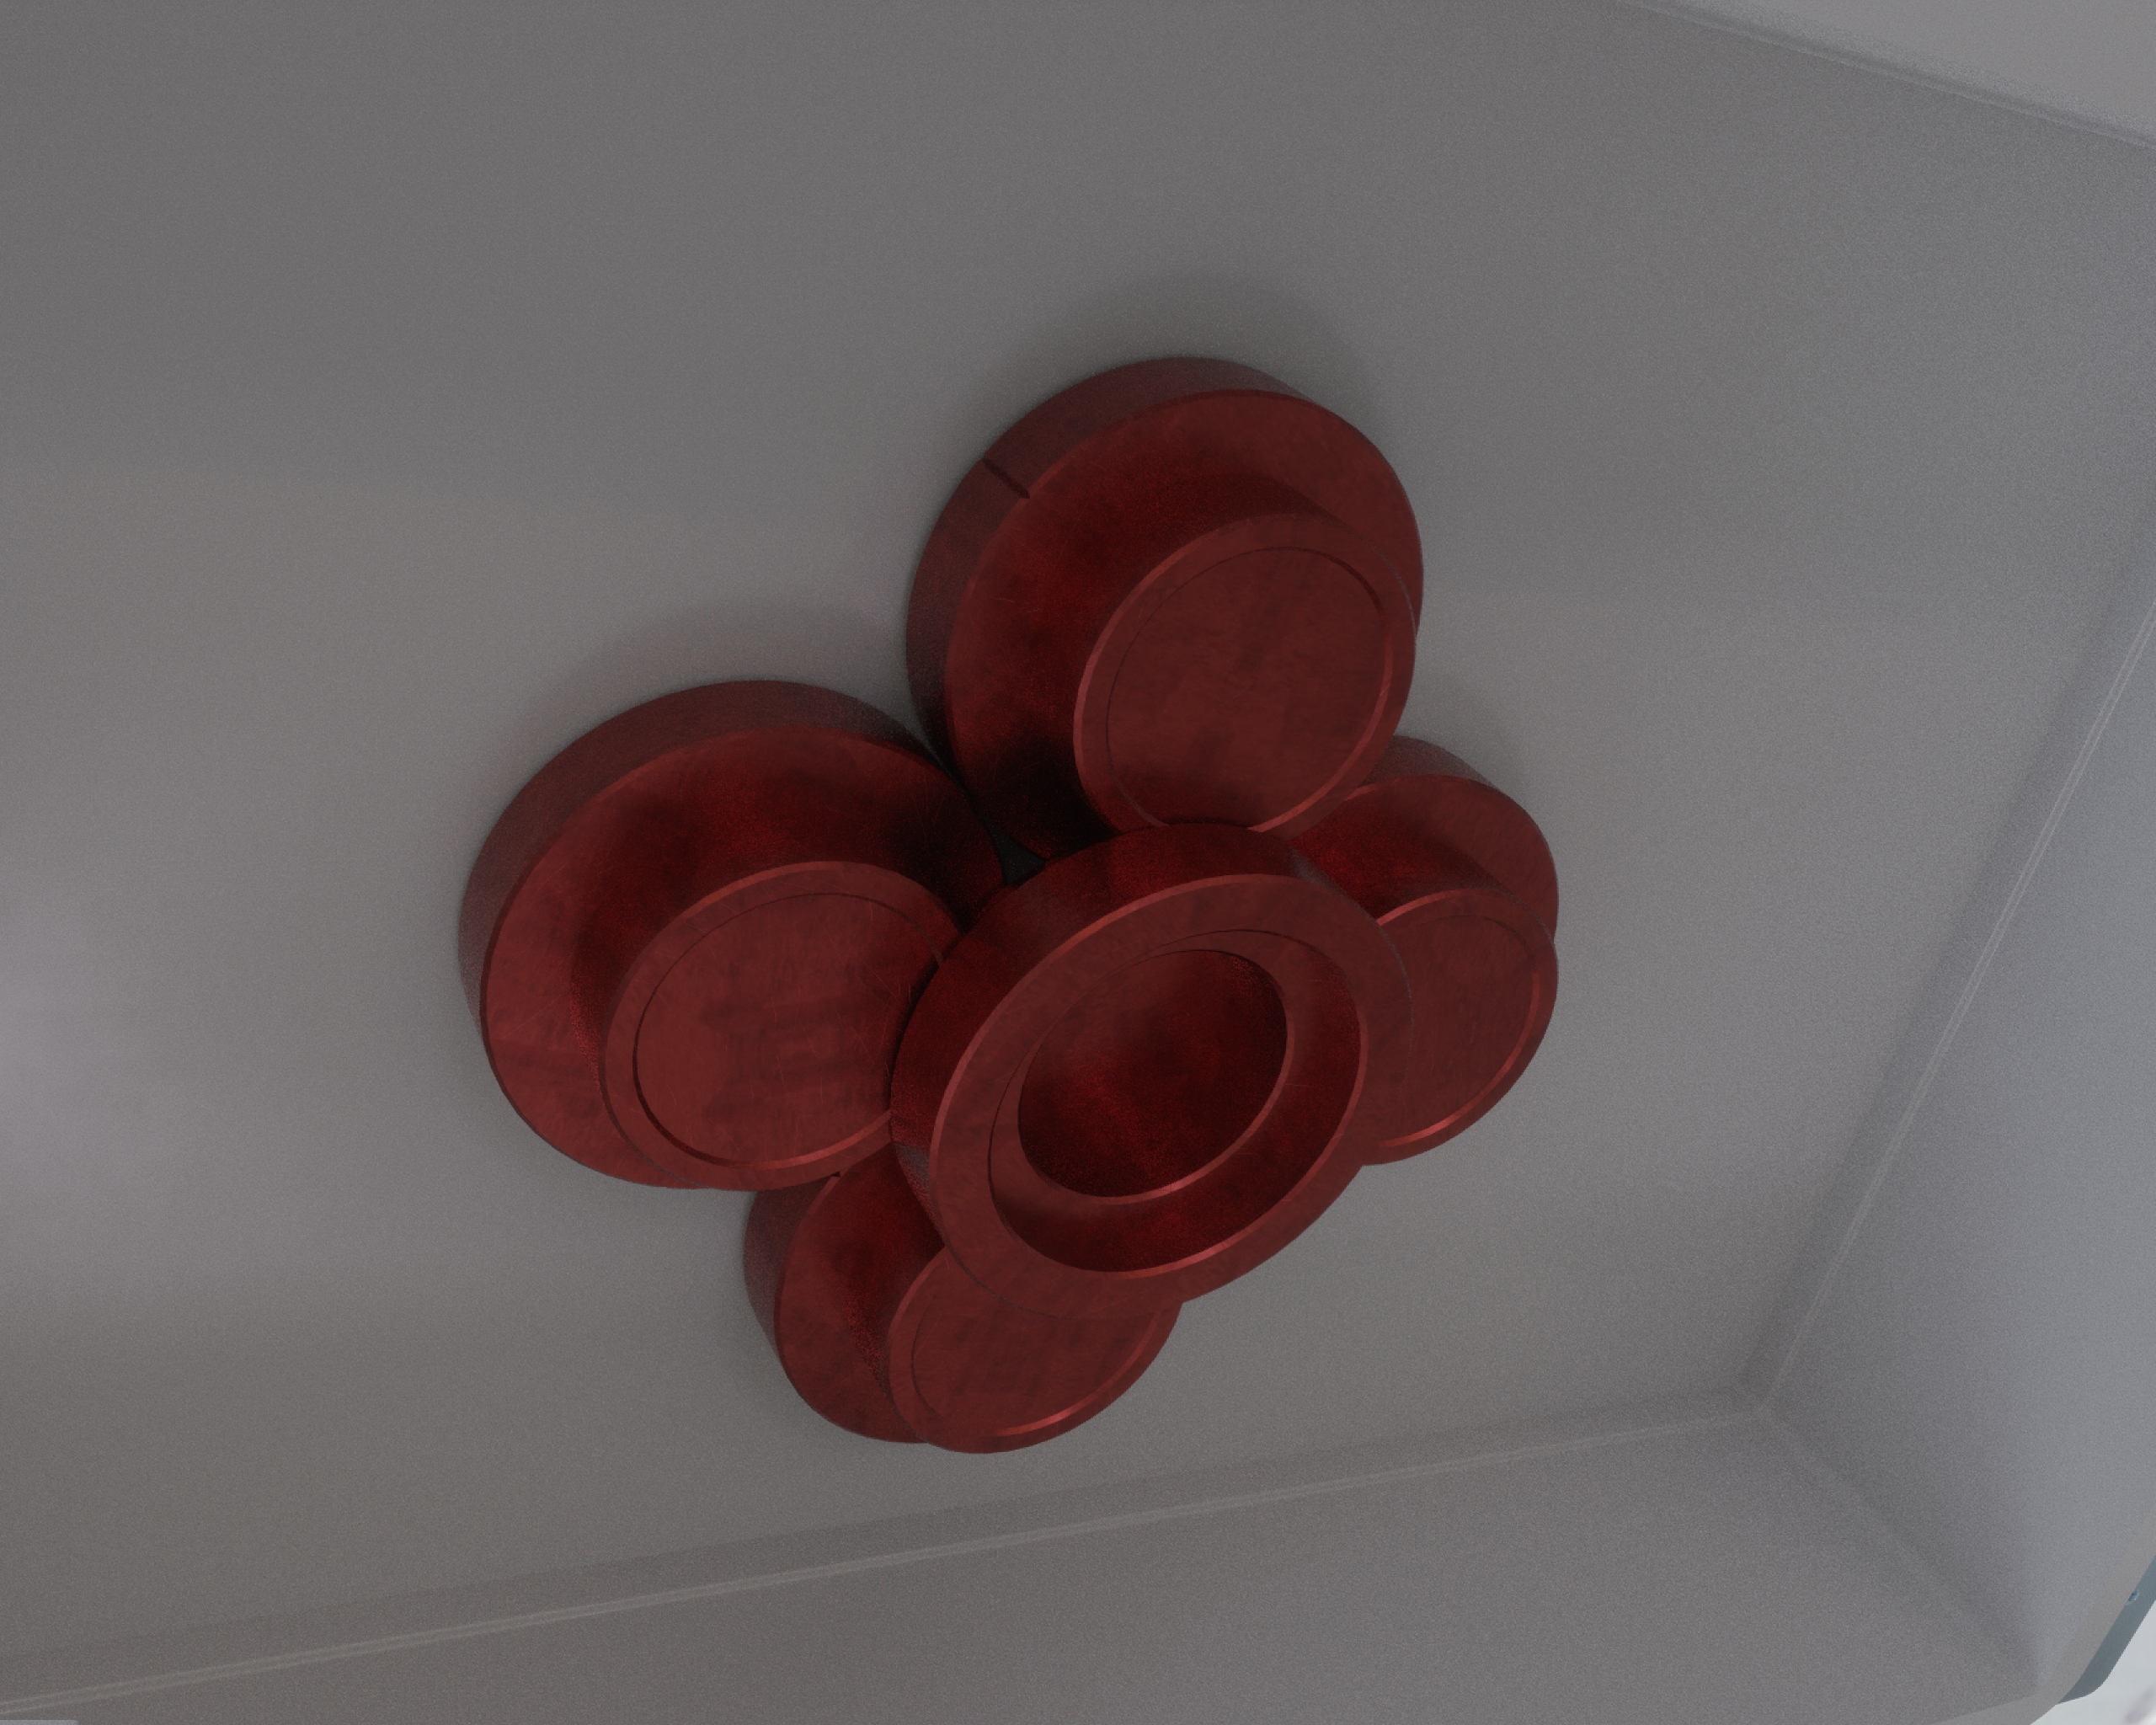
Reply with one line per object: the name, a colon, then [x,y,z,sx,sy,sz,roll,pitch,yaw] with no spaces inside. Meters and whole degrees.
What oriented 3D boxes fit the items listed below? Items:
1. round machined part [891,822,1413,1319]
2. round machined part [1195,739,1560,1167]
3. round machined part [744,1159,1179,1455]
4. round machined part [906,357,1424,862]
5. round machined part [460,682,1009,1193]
round machined part: [0.011,0.035,0.395,0.099,0.042,0.097,-14,124,-21]
round machined part: [0.062,0.026,0.444,0.099,0.042,0.097,-14,124,-21]
round machined part: [-0.016,0.084,0.438,0.099,0.042,0.097,-14,123,-22]
round machined part: [0.022,-0.039,0.382,0.099,0.042,0.097,-14,124,-21]
round machined part: [-0.057,0.020,0.376,0.099,0.042,0.097,-14,124,-21]
